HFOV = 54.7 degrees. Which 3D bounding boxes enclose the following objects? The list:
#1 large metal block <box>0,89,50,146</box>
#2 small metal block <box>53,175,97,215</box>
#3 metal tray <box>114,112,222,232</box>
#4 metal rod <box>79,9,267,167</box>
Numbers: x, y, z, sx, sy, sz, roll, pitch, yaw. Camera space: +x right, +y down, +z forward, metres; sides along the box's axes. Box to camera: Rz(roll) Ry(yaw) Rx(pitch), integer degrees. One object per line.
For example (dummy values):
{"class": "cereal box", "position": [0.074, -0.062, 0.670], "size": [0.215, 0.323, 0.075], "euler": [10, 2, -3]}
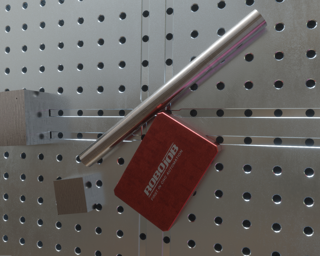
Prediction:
{"class": "large metal block", "position": [-0.220, -0.013, 0.475], "size": [0.080, 0.050, 0.079], "euler": [-3, 89, 19]}
{"class": "small metal block", "position": [-0.125, 0.098, 0.455], "size": [0.050, 0.025, 0.050], "euler": [-10, 87, 19]}
{"class": "metal tray", "position": [0.009, 0.056, 0.406], "size": [0.090, 0.030, 0.129], "euler": [33, 100, 16]}
{"class": "metal rod", "position": [0.006, -0.043, 0.409], "size": [0.300, 0.025, 0.025], "euler": [-38, 78, 15]}
